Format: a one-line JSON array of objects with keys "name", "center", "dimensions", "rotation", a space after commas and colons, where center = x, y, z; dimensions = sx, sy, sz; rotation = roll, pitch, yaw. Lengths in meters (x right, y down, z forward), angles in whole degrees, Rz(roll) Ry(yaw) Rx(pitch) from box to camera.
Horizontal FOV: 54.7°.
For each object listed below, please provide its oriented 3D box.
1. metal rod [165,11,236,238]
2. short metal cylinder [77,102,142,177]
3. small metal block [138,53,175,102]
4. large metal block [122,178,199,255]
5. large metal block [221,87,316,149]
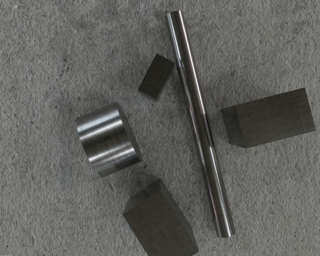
[{"name": "metal rod", "center": [0.053, -0.005, 0.410], "dimensions": [0.025, 0.025, 0.298], "rotation": [-13, 90, 0]}, {"name": "short metal cylinder", "center": [-0.061, 0.014, 0.382], "dimensions": [0.050, 0.080, 0.080], "rotation": [-23, 90, 0]}, {"name": "small metal block", "center": [-0.004, -0.062, 0.397], "dimensions": [0.025, 0.050, 0.050], "rotation": [27, 90, 0]}, {"name": "large metal block", "center": [0.001, 0.116, 0.383], "dimensions": [0.050, 0.080, 0.080], "rotation": [-32, 90, 0]}, {"name": "large metal block", "center": [0.128, -0.011, 0.384], "dimensions": [0.080, 0.080, 0.050], "rotation": [-14, 90, 0]}]
